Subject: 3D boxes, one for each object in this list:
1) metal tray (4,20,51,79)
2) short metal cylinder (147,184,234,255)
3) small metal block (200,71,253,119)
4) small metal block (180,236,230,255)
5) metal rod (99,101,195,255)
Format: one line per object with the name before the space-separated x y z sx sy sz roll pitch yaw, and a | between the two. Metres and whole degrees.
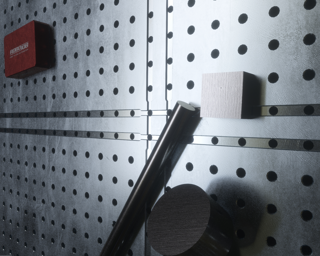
metal tray | -0.274 -0.156 0.633 0.130 0.030 0.089 -5 87 40
short metal cylinder | 0.033 0.109 0.341 0.080 0.050 0.080 -28 37 24
small metal block | 0.074 -0.036 0.348 0.050 0.025 0.050 4 93 40
small metal block | 0.054 0.150 0.365 0.050 0.025 0.050 -13 82 39
metal rod | -0.030 0.097 0.434 0.025 0.025 0.298 40 114 32
